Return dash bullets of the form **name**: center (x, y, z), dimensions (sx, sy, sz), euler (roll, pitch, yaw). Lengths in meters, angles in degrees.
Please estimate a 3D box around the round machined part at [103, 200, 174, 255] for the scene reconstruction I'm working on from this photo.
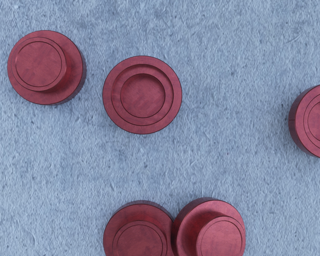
- **round machined part**: center (-0.025, 0.147, 0.401), dimensions (0.099, 0.042, 0.097), euler (0, 90, 0)

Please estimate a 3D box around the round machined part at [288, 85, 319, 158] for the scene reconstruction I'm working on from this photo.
- **round machined part**: center (0.215, -0.008, 0.403), dimensions (0.099, 0.042, 0.097), euler (0, 90, 0)

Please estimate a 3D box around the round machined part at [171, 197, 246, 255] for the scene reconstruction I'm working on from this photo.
- **round machined part**: center (0.067, 0.139, 0.386), dimensions (0.099, 0.042, 0.097), euler (1, 88, -21)

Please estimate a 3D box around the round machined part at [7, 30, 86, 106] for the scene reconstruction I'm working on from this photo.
- **round machined part**: center (-0.149, -0.079, 0.400), dimensions (0.099, 0.042, 0.097), euler (0, 90, 0)

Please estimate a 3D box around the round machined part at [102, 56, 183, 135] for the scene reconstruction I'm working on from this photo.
- **round machined part**: center (-0.022, -0.041, 0.401), dimensions (0.099, 0.042, 0.097), euler (0, 90, 0)
